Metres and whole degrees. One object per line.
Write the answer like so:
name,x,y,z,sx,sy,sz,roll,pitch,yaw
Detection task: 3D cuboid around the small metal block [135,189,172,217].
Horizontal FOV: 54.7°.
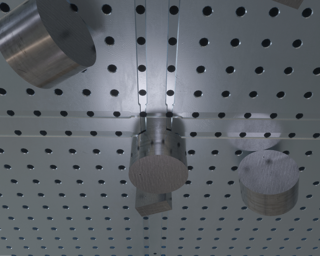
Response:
small metal block,-0.010,0.106,0.485,0.050,0.050,0.025,-17,128,13

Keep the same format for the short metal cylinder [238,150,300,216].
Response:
short metal cylinder,0.155,0.077,0.443,0.080,0.080,0.050,-11,129,9

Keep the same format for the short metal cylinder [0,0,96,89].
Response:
short metal cylinder,-0.108,-0.085,0.302,0.050,0.080,0.080,-24,126,19

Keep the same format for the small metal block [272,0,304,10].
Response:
small metal block,0.117,-0.146,0.288,0.050,0.025,0.050,14,129,-12

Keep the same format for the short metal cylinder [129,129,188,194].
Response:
short metal cylinder,-0.002,0.048,0.436,0.081,0.050,0.079,0,130,0
